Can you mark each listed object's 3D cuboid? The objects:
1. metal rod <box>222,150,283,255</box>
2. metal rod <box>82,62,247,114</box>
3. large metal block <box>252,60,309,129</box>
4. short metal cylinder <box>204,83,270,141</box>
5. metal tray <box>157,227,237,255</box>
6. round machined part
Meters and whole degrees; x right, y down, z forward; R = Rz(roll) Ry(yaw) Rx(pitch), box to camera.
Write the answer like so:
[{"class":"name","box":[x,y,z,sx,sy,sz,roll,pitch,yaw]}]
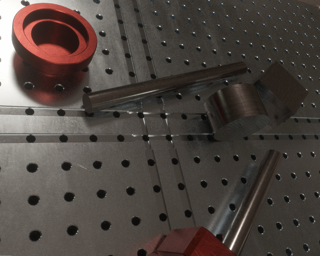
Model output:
[{"class":"metal rod","box":[0.090,0.127,0.362,0.025,0.025,0.301,42,50,0]},{"class":"metal rod","box":[0.028,-0.068,0.466,0.302,0.025,0.025,-18,72,-35]},{"class":"large metal block","box":[0.199,-0.059,0.538,0.080,0.050,0.080,46,51,3]},{"class":"short metal cylinder","box":[0.109,-0.021,0.447,0.081,0.080,0.050,0,62,-29]},{"class":"metal tray","box":[0.065,0.154,0.307,0.130,0.090,0.030,42,64,0]},{"class":"round machined part","box":[-0.133,-0.107,0.391,0.099,0.042,0.098,14,56,-21]}]
